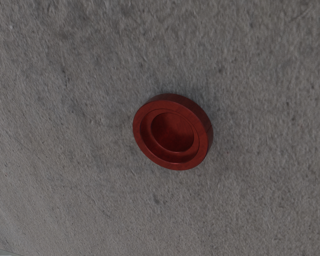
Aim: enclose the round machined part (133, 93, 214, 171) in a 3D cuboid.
[{"bbox_3d":[0.019,0.001,0.385,0.098,0.042,0.097,13,124,20],"label":"round machined part"}]
